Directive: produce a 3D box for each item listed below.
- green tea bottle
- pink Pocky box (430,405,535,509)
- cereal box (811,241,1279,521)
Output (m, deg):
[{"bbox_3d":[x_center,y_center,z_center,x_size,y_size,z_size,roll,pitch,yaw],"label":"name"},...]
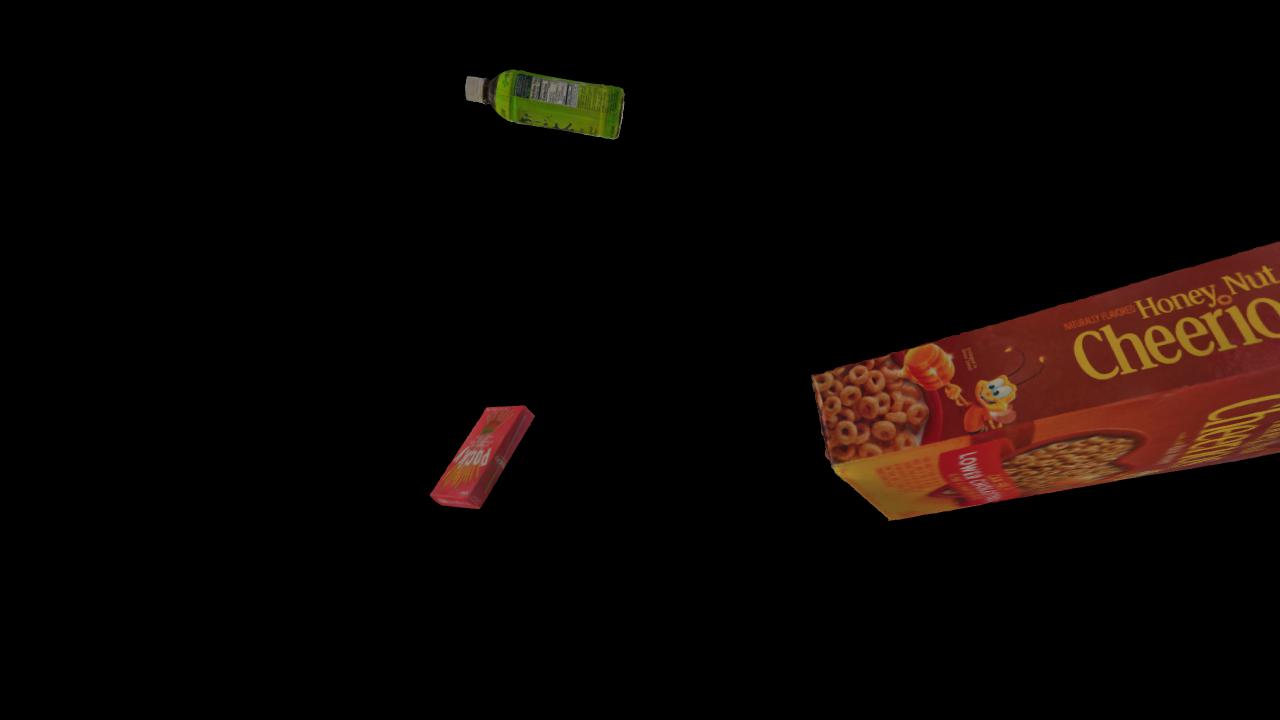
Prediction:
[{"bbox_3d":[-0.128,-0.353,0.839,0.212,0.073,0.073,9,-1,-8],"label":"green tea bottle"},{"bbox_3d":[-0.214,0.129,0.841,0.084,0.155,0.029,-6,-46,37],"label":"pink Pocky box"},{"bbox_3d":[0.297,0.033,0.419,0.306,0.081,0.203,-18,-30,25],"label":"cereal box"}]
